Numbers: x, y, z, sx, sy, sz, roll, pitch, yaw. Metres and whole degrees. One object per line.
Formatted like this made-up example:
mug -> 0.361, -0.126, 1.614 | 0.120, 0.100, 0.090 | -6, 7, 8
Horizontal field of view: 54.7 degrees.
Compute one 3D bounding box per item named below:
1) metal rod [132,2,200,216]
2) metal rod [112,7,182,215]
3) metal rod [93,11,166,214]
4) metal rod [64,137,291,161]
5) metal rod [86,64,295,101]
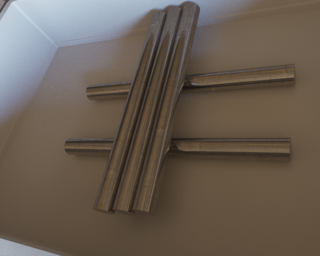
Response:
metal rod -> 0.014, -0.042, 0.389 | 0.025, 0.025, 0.300 | -1, 61, 28
metal rod -> -0.008, -0.040, 0.400 | 0.025, 0.025, 0.300 | -1, 61, 28
metal rod -> -0.031, -0.038, 0.411 | 0.025, 0.025, 0.300 | -1, 61, 28
metal rod -> 0.002, 0.025, 0.389 | 0.300, 0.025, 0.025 | -1, 61, 27
metal rod -> 0.023, -0.060, 0.429 | 0.300, 0.025, 0.025 | -1, 61, 27
